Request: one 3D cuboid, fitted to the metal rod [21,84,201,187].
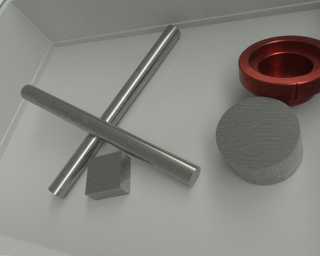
[{"bbox_3d":[-0.083,0.000,0.417,0.300,0.025,0.025,24,75,26],"label":"metal rod"}]

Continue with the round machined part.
[{"bbox_3d":[0.139,-0.060,0.346,0.098,0.042,0.098,-9,41,8],"label":"round machined part"}]

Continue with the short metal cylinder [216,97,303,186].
[{"bbox_3d":[0.105,0.014,0.325,0.080,0.050,0.080,-13,58,21],"label":"short metal cylinder"}]

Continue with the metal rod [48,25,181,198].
[{"bbox_3d":[-0.060,-0.032,0.454,0.025,0.025,0.300,25,75,36],"label":"metal rod"}]

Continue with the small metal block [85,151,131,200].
[{"bbox_3d":[-0.066,0.062,0.401,0.050,0.025,0.050,-15,56,19],"label":"small metal block"}]
